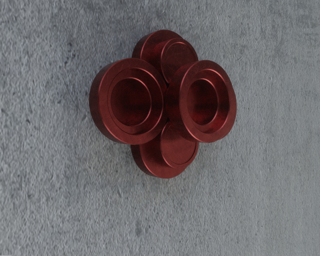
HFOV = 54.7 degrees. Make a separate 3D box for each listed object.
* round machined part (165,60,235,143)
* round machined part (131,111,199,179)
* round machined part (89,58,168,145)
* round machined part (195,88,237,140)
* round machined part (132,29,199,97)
[{"bbox_3d":[0.045,-0.031,0.380,0.099,0.042,0.097,-1,91,-40],"label":"round machined part"},{"bbox_3d":[0.013,0.018,0.408,0.099,0.042,0.097,0,90,-40],"label":"round machined part"},{"bbox_3d":[-0.039,-0.030,0.364,0.099,0.042,0.097,0,90,-40],"label":"round machined part"},{"bbox_3d":[0.065,-0.031,0.452,0.099,0.042,0.097,0,90,-40],"label":"round machined part"},{"bbox_3d":[0.014,-0.081,0.409,0.099,0.042,0.097,0,90,-40],"label":"round machined part"}]
